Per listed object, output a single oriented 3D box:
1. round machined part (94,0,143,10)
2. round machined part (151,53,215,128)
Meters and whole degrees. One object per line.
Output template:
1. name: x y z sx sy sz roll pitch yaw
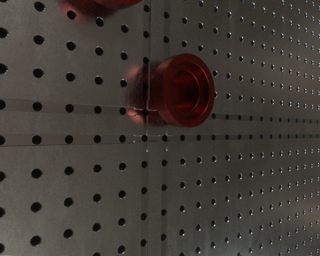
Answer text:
1. round machined part: -0.057 -0.184 0.351 0.099 0.042 0.097 -1 91 -40
2. round machined part: 0.027 -0.049 0.423 0.099 0.042 0.097 0 90 -40
